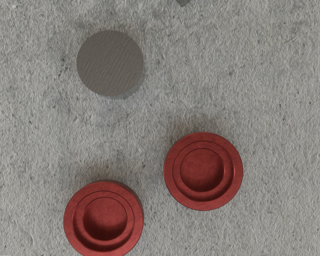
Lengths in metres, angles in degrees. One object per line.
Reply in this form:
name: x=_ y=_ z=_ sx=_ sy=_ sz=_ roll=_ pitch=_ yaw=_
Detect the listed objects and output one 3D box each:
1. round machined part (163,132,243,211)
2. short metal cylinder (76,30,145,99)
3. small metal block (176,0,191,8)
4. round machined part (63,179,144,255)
round machined part: x=0.054 y=0.054 z=0.402 sx=0.099 sy=0.042 sz=0.097 roll=0 pitch=90 yaw=-1
short metal cylinder: x=-0.060 y=-0.078 z=0.397 sx=0.081 sy=0.050 sz=0.079 roll=0 pitch=90 yaw=-1
small metal block: x=0.034 y=-0.199 z=0.410 sx=0.050 sy=0.025 sz=0.050 roll=-41 pitch=91 yaw=0
round machined part: x=-0.069 y=0.115 z=0.401 sx=0.099 sy=0.042 sz=0.097 roll=0 pitch=90 yaw=-1
